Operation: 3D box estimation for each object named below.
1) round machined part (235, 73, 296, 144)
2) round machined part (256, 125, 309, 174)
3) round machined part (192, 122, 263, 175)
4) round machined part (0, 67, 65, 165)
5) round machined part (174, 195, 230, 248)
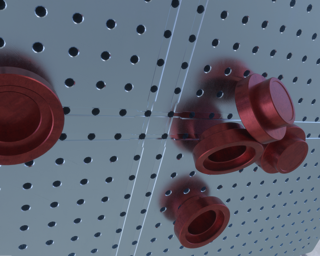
[{"bbox_3d":[0.149,-0.030,0.424,0.098,0.098,0.042,24,146,-37],"label":"round machined part"},{"bbox_3d":[0.218,0.041,0.543,0.099,0.042,0.097,-14,124,-21],"label":"round machined part"},{"bbox_3d":[0.095,0.027,0.451,0.099,0.042,0.098,-8,147,-5],"label":"round machined part"},{"bbox_3d":[-0.150,-0.015,0.309,0.099,0.042,0.097,-14,124,-21],"label":"round machined part"},{"bbox_3d":[0.067,0.155,0.532,0.099,0.042,0.097,-14,124,-21],"label":"round machined part"}]
